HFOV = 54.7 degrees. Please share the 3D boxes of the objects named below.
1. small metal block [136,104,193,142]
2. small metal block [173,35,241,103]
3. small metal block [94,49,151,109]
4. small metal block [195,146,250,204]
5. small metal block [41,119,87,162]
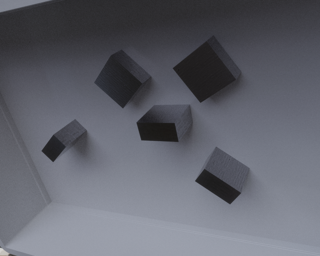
[{"bbox_3d":[0.007,-0.007,0.383,0.050,0.050,0.025,1,119,27],"label":"small metal block"},{"bbox_3d":[0.052,-0.064,0.341,0.050,0.025,0.050,-33,100,38],"label":"small metal block"},{"bbox_3d":[-0.048,-0.062,0.394,0.050,0.025,0.050,42,129,-1],"label":"small metal block"},{"bbox_3d":[0.079,0.058,0.386,0.050,0.050,0.025,33,129,6],"label":"small metal block"},{"bbox_3d":[-0.149,0.019,0.480,0.025,0.050,0.050,45,129,-4],"label":"small metal block"}]
